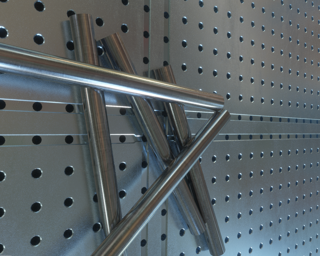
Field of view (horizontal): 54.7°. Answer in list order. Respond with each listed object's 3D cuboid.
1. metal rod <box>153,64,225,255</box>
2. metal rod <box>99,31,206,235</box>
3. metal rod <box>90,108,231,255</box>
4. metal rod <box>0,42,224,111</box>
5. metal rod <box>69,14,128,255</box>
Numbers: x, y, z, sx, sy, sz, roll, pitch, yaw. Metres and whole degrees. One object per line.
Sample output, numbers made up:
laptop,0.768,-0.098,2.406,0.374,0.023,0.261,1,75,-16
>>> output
metal rod,0.047,0.056,0.450,0.025,0.025,0.298,-29,108,-37
metal rod,-0.001,0.021,0.409,0.025,0.025,0.299,-38,113,-34
metal rod,0.003,0.074,0.381,0.301,0.025,0.025,-46,118,-30
metal rod,-0.032,-0.049,0.352,0.302,0.025,0.025,6,86,-40
metal rod,-0.067,0.026,0.354,0.025,0.025,0.298,-13,98,-40
